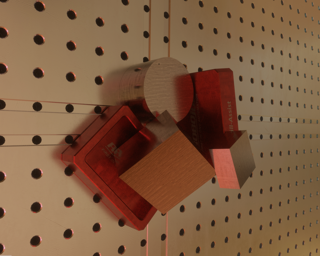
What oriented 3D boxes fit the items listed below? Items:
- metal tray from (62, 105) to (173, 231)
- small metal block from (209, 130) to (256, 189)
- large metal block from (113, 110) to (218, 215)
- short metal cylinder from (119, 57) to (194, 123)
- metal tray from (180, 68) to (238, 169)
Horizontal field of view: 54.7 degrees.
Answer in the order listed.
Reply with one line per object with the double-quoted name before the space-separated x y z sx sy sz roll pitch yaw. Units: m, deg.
"metal tray" -0.040 0.048 0.373 0.090 0.030 0.130 -51 120 -28
"small metal block" 0.086 0.036 0.360 0.050 0.025 0.050 -35 113 -47
"large metal block" 0.006 0.040 0.359 0.080 0.050 0.080 -39 121 6
"short metal cylinder" -0.004 -0.045 0.391 0.081 0.050 0.079 0 90 -40
"metal tray" 0.059 -0.010 0.418 0.030 0.090 0.129 -12 98 -40
